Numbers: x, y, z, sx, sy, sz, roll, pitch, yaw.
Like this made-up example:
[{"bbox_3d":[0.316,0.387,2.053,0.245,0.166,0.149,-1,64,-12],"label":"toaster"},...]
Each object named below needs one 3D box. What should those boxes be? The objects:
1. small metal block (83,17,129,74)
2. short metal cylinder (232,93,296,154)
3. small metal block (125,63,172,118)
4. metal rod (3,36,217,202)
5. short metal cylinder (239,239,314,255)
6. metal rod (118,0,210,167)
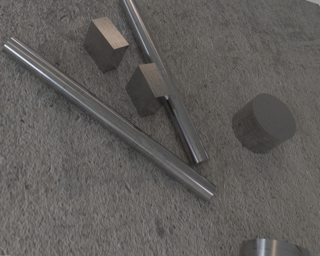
[{"bbox_3d":[-0.074,-0.111,0.416,0.025,0.050,0.050,-30,78,-38],"label":"small metal block"},{"bbox_3d":[0.159,-0.007,0.478,0.081,0.050,0.080,14,56,-21],"label":"short metal cylinder"},{"bbox_3d":[-0.017,-0.049,0.409,0.025,0.050,0.050,-15,70,-34],"label":"small metal block"},{"bbox_3d":[-0.057,-0.008,0.377,0.301,0.025,0.025,37,51,-4],"label":"metal rod"},{"bbox_3d":[0.125,0.162,0.337,0.080,0.080,0.050,27,52,-11],"label":"short metal cylinder"},{"bbox_3d":[-0.001,-0.084,0.454,0.025,0.025,0.299,-10,67,-33],"label":"metal rod"}]
